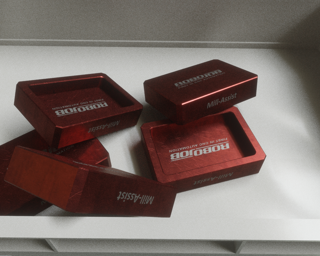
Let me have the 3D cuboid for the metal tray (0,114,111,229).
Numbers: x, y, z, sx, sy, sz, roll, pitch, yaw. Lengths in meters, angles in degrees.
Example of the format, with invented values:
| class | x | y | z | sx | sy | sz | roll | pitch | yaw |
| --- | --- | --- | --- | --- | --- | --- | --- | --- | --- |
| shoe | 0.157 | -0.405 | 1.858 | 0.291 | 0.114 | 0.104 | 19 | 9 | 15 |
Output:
| class | x | y | z | sx | sy | sz | roll | pitch | yaw |
| --- | --- | --- | --- | --- | --- | --- | --- | --- | --- |
| metal tray | -0.136 | 0.043 | 0.364 | 0.131 | 0.030 | 0.090 | -29 | 56 | -23 |

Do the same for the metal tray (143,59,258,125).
| class | x | y | z | sx | sy | sz | roll | pitch | yaw |
| --- | --- | --- | --- | --- | --- | --- | --- | --- | --- |
| metal tray | 0.055 | -0.054 | 0.423 | 0.131 | 0.030 | 0.090 | -21 | 35 | -24 |

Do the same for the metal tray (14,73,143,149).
| class | x | y | z | sx | sy | sz | roll | pitch | yaw |
| --- | --- | --- | --- | --- | --- | --- | --- | --- | --- |
| metal tray | -0.097 | -0.028 | 0.386 | 0.090 | 0.030 | 0.131 | 41 | 35 | 25 |

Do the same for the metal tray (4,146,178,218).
| class | x | y | z | sx | sy | sz | roll | pitch | yaw |
| --- | --- | --- | --- | --- | --- | --- | --- | --- | --- |
| metal tray | -0.055 | 0.051 | 0.281 | 0.090 | 0.130 | 0.030 | 10 | 81 | 36 |

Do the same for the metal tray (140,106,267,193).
| class | x | y | z | sx | sy | sz | roll | pitch | yaw |
| --- | --- | --- | --- | --- | --- | --- | --- | --- | --- |
| metal tray | 0.049 | 0.025 | 0.381 | 0.131 | 0.030 | 0.090 | -12 | 51 | -10 |
